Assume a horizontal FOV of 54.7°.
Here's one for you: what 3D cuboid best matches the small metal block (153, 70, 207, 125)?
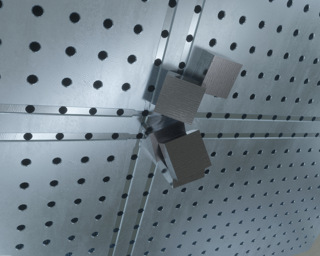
[{"bbox_3d":[0.025,-0.038,0.388,0.050,0.025,0.050,20,111,-1],"label":"small metal block"}]

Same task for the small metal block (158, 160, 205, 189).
[{"bbox_3d":[0.030,0.055,0.447,0.050,0.050,0.025,-16,125,-20],"label":"small metal block"}]

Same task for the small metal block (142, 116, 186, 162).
[{"bbox_3d":[0.008,0.012,0.425,0.050,0.025,0.050,-24,127,-15],"label":"small metal block"}]

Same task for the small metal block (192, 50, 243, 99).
[{"bbox_3d":[0.074,-0.070,0.410,0.050,0.025,0.050,9,114,-33],"label":"small metal block"}]

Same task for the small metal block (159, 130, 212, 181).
[{"bbox_3d":[0.033,0.034,0.405,0.050,0.025,0.050,-21,95,-17],"label":"small metal block"}]
